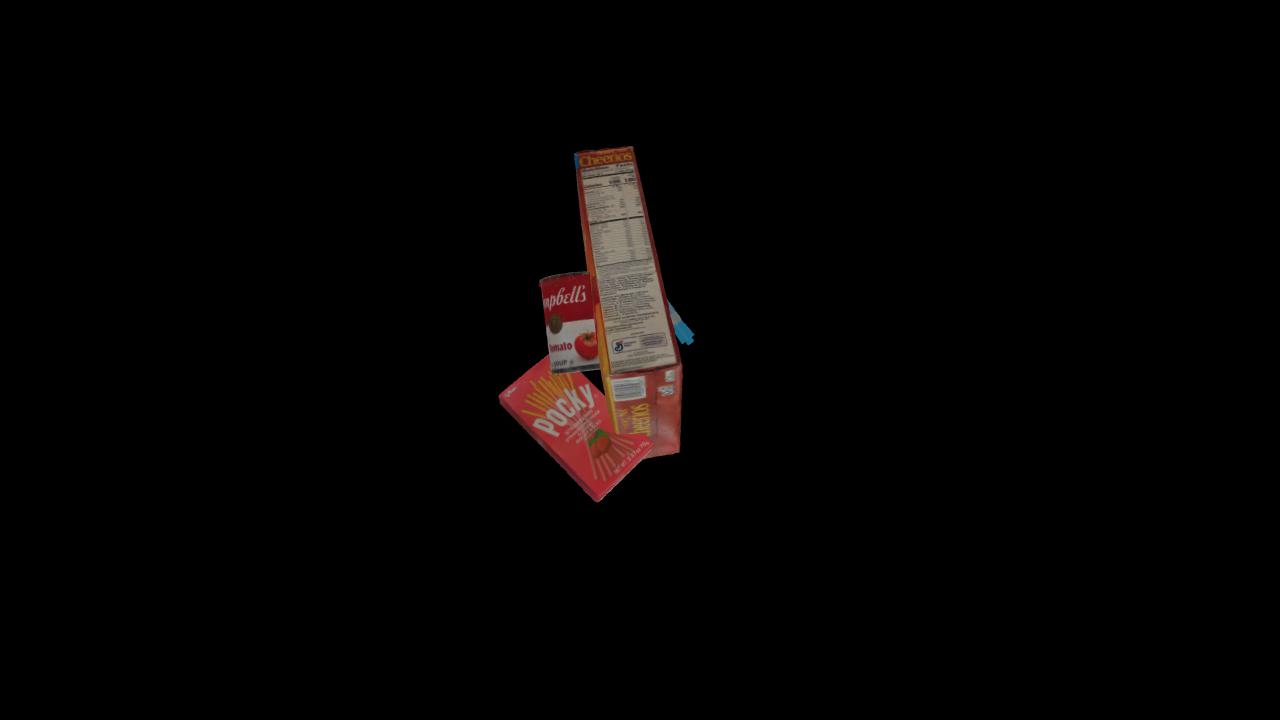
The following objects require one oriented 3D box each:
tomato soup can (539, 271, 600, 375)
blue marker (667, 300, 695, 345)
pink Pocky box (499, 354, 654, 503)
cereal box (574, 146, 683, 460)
[{"bbox_3d":[-0.067,-0.037,0.649,0.068,0.101,0.068,-7,1,0],"label":"tomato soup can"},{"bbox_3d":[0.025,-0.068,0.731,0.020,0.121,0.020,-37,-2,-2],"label":"blue marker"},{"bbox_3d":[-0.069,0.067,0.657,0.084,0.155,0.029,-42,-13,-23],"label":"pink Pocky box"},{"bbox_3d":[-0.015,-0.064,0.705,0.081,0.306,0.203,-9,-31,-3],"label":"cereal box"}]
